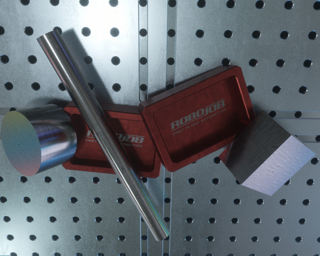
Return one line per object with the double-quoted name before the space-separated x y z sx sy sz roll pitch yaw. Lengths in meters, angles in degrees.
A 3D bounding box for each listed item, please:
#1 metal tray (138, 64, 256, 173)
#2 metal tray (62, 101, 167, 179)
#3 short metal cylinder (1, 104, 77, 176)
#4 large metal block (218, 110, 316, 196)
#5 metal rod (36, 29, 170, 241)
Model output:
"metal tray" 0.050 -0.013 0.386 0.131 0.030 0.090 -25 109 -9
"metal tray" -0.061 0.016 0.415 0.131 0.030 0.089 6 110 -3
"short metal cylinder" -0.150 0.013 0.384 0.080 0.050 0.079 10 109 33
"large metal block" 0.137 0.035 0.395 0.080 0.050 0.080 25 112 -42
"metal rod" -0.061 0.023 0.389 0.025 0.025 0.299 -24 109 8
